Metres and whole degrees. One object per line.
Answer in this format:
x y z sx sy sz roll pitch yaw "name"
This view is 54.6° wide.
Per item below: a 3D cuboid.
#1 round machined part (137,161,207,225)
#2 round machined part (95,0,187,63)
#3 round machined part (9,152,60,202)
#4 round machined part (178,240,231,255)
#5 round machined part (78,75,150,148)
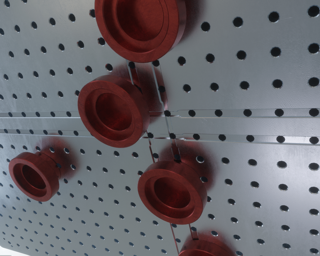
0.021 0.087 0.443 0.098 0.042 0.097 13 124 21 "round machined part"
-0.017 -0.124 0.333 0.098 0.042 0.097 13 124 21 "round machined part"
-0.225 0.085 0.573 0.098 0.042 0.097 13 124 21 "round machined part"
0.073 0.235 0.507 0.098 0.042 0.097 13 124 21 "round machined part"
-0.057 -0.025 0.416 0.098 0.042 0.097 13 124 21 "round machined part"
